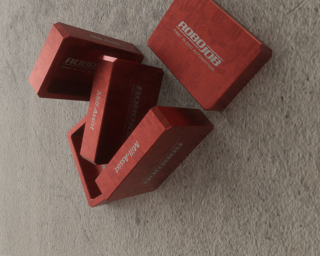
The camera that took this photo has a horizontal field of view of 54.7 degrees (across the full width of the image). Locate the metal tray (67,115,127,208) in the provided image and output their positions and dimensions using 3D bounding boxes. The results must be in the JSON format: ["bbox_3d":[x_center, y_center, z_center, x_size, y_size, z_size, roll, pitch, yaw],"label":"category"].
[{"bbox_3d":[-0.091,0.044,0.475,0.090,0.030,0.130,-35,69,34],"label":"metal tray"}]

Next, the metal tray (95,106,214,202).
[{"bbox_3d":[-0.007,0.032,0.368,0.129,0.091,0.030,-51,61,28],"label":"metal tray"}]

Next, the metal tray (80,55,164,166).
[{"bbox_3d":[-0.047,-0.021,0.400,0.030,0.091,0.129,21,103,38],"label":"metal tray"}]

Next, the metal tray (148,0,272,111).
[{"bbox_3d":[0.051,-0.094,0.360,0.090,0.030,0.130,-52,60,27],"label":"metal tray"}]

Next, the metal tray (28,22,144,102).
[{"bbox_3d":[-0.093,-0.079,0.413,0.030,0.131,0.090,51,119,27],"label":"metal tray"}]
